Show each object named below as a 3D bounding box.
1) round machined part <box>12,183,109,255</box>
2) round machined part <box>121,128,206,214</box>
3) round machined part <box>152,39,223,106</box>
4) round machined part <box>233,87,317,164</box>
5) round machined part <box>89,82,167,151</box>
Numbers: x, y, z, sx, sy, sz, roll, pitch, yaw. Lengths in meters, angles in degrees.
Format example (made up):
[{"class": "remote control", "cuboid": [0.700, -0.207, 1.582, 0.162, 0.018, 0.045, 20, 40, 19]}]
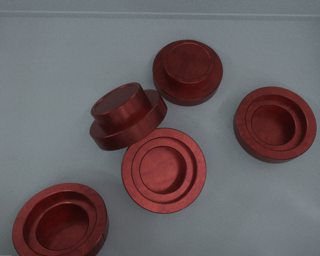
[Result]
[{"class": "round machined part", "cuboid": [-0.106, 0.114, 0.346, 0.099, 0.042, 0.098, 0, 45, 0]}, {"class": "round machined part", "cuboid": [0.002, 0.050, 0.373, 0.099, 0.042, 0.097, 1, 83, -10]}, {"class": "round machined part", "cuboid": [0.039, -0.083, 0.431, 0.099, 0.042, 0.098, 0, 70, 0]}, {"class": "round machined part", "cuboid": [0.144, -0.001, 0.402, 0.099, 0.042, 0.098, 0, 70, 0]}, {"class": "round machined part", "cuboid": [-0.044, -0.020, 0.377, 0.098, 0.098, 0.042, -36, 117, -12]}]
